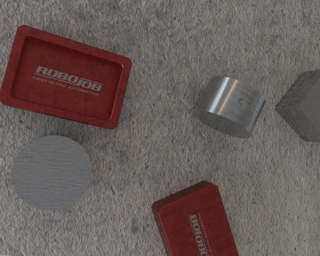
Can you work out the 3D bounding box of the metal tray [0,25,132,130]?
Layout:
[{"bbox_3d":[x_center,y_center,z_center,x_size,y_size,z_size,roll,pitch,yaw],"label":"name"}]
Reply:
[{"bbox_3d":[-0.107,-0.055,0.366,0.131,0.030,0.090,14,85,-20],"label":"metal tray"}]

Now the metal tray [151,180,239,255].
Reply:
[{"bbox_3d":[0.051,0.149,0.426,0.091,0.030,0.129,-20,97,-19],"label":"metal tray"}]

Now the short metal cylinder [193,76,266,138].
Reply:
[{"bbox_3d":[0.092,-0.026,0.414,0.080,0.080,0.050,29,81,-18],"label":"short metal cylinder"}]

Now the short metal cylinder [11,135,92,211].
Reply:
[{"bbox_3d":[-0.121,0.047,0.351,0.081,0.050,0.079,0,90,-20],"label":"short metal cylinder"}]

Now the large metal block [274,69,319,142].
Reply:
[{"bbox_3d":[0.242,-0.034,0.485,0.080,0.050,0.080,43,76,-15],"label":"large metal block"}]
